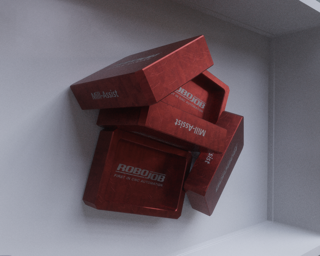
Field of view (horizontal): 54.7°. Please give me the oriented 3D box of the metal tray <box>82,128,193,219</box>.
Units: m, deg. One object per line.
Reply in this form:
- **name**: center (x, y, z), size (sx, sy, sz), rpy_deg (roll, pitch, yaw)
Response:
- **metal tray**: center (-0.021, 0.059, 0.384), size (0.131, 0.030, 0.090), rpy_deg (20, 77, -38)

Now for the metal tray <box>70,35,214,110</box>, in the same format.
- **metal tray**: center (-0.023, -0.054, 0.317), size (0.091, 0.130, 0.030), rpy_deg (-37, 113, -34)

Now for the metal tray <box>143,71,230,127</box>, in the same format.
- **metal tray**: center (0.040, -0.043, 0.437), size (0.131, 0.030, 0.090), rpy_deg (27, 73, -37)

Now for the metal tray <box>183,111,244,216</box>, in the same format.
- **metal tray**: center (0.083, 0.051, 0.447), size (0.130, 0.030, 0.090), rpy_deg (-58, 152, -24)

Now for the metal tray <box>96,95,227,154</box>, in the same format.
- **metal tray**: center (0.004, 0.000, 0.366), size (0.131, 0.090, 0.030), rpy_deg (20, 78, -39)
